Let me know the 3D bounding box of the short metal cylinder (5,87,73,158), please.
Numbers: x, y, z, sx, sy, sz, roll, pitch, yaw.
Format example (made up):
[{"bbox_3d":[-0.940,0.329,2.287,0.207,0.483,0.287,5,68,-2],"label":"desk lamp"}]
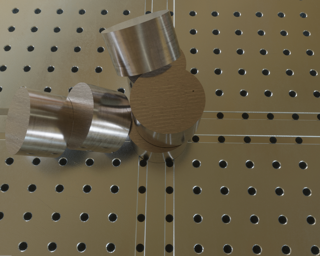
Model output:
[{"bbox_3d":[-0.148,-0.005,0.376,0.050,0.080,0.080,11,63,-42],"label":"short metal cylinder"}]

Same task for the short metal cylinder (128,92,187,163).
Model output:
[{"bbox_3d":[-0.001,0.000,0.398,0.081,0.050,0.080,0,70,0],"label":"short metal cylinder"}]

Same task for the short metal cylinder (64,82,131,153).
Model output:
[{"bbox_3d":[-0.079,-0.011,0.378,0.050,0.080,0.080,11,63,-41],"label":"short metal cylinder"}]

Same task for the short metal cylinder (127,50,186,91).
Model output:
[{"bbox_3d":[-0.006,-0.076,0.425,0.081,0.050,0.080,0,70,0],"label":"short metal cylinder"}]

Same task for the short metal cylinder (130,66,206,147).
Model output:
[{"bbox_3d":[0.008,-0.023,0.352,0.081,0.050,0.080,0,70,0],"label":"short metal cylinder"}]

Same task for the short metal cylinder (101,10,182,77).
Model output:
[{"bbox_3d":[-0.021,-0.099,0.358,0.080,0.080,0.050,-22,115,-8],"label":"short metal cylinder"}]
